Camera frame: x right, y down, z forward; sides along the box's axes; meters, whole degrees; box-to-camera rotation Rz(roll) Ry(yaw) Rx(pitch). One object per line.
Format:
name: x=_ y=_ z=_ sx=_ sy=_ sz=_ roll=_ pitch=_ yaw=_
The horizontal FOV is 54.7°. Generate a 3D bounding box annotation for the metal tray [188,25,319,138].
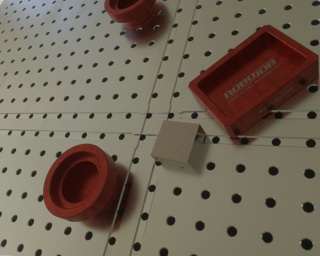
metal tray: x=0.112 y=-0.060 z=0.382 sx=0.130 sy=0.030 sz=0.090 roll=-37 pitch=51 yaw=2

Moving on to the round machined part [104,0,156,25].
round machined part: x=-0.047 y=-0.225 z=0.558 sx=0.098 sy=0.042 sz=0.098 roll=-13 pitch=56 yaw=20

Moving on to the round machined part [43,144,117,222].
round machined part: x=-0.098 y=0.073 z=0.402 sx=0.098 sy=0.042 sz=0.098 roll=-13 pitch=56 yaw=20

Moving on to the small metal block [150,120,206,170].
small metal block: x=0.023 y=0.020 z=0.383 sx=0.050 sy=0.025 sz=0.050 roll=7 pitch=65 yaw=31
